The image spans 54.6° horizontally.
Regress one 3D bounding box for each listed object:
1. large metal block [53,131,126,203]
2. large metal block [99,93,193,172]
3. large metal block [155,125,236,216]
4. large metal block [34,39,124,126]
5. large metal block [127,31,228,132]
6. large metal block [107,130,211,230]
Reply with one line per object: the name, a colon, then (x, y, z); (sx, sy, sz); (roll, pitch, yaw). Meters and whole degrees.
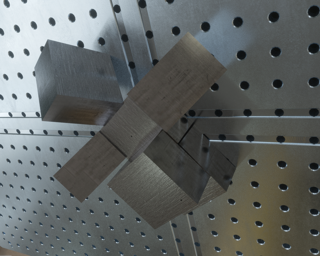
large metal block: (-0.096, 0.054, 0.440); (0.050, 0.080, 0.080); (45, 171, -2)
large metal block: (-0.019, -0.001, 0.405); (0.080, 0.050, 0.080); (44, 129, -2)
large metal block: (0.038, 0.057, 0.410); (0.080, 0.050, 0.080); (46, 128, -2)
large metal block: (-0.099, -0.052, 0.377); (0.050, 0.081, 0.080); (-44, 54, 39)
large metal block: (0.015, -0.043, 0.322); (0.050, 0.080, 0.080); (44, 89, -2)
large metal block: (-0.002, 0.062, 0.369); (0.080, 0.050, 0.080); (44, 128, -4)
